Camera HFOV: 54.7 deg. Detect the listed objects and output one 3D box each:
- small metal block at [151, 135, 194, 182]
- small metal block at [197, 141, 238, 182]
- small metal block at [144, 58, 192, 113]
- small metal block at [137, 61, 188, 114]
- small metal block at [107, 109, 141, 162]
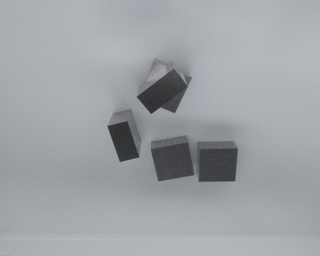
[{"bbox_3d":[0.017,0.042,0.427,0.050,0.025,0.050,-11,110,3],"label":"small metal block"},{"bbox_3d":[0.078,0.046,0.430,0.050,0.025,0.050,-1,110,0],"label":"small metal block"},{"bbox_3d":[0.006,-0.053,0.392,0.050,0.025,0.050,22,108,-9],"label":"small metal block"},{"bbox_3d":[0.002,-0.047,0.354,0.050,0.050,0.025,-36,107,12],"label":"small metal block"},{"bbox_3d":[-0.044,0.009,0.401,0.025,0.050,0.050,-14,110,5],"label":"small metal block"}]
